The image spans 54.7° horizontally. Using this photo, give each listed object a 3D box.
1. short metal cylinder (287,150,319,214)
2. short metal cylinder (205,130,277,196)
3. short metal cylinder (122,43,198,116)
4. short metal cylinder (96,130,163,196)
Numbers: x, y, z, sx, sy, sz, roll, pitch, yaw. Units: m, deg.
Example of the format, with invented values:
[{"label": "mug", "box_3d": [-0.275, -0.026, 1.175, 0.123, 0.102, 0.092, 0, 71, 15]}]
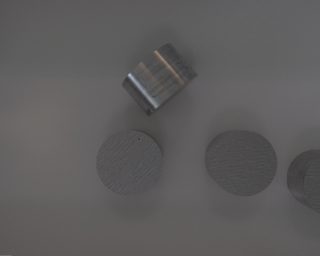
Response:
[{"label": "short metal cylinder", "box_3d": [0.214, 0.069, 0.400, 0.081, 0.050, 0.080, 0, 90, 0]}, {"label": "short metal cylinder", "box_3d": [0.102, 0.043, 0.400, 0.081, 0.050, 0.080, 0, 90, 0]}, {"label": "short metal cylinder", "box_3d": [0.000, -0.058, 0.384, 0.080, 0.080, 0.050, -40, 90, 0]}, {"label": "short metal cylinder", "box_3d": [-0.037, 0.042, 0.398, 0.081, 0.050, 0.080, 0, 90, 0]}]
